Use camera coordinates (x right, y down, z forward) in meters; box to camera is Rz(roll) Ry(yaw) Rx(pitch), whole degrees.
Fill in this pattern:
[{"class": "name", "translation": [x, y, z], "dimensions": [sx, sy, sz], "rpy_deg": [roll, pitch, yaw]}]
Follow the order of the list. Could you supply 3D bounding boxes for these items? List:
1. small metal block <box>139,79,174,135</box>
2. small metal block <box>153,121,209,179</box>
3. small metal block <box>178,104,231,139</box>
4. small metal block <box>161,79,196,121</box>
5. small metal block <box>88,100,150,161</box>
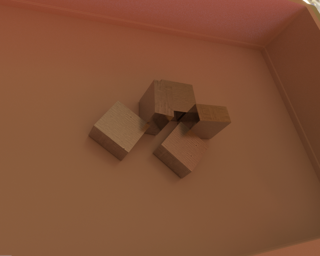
[{"class": "small metal block", "translation": [-0.006, -0.026, 0.401], "dimensions": [0.025, 0.050, 0.050], "rpy_deg": [12, 57, -22]}, {"class": "small metal block", "translation": [0.028, 0.028, 0.402], "dimensions": [0.050, 0.025, 0.050], "rpy_deg": [42, 51, 0]}, {"class": "small metal block", "translation": [0.060, -0.008, 0.426], "dimensions": [0.050, 0.050, 0.025], "rpy_deg": [3, 61, -27]}, {"class": "small metal block", "translation": [0.023, -0.038, 0.440], "dimensions": [0.050, 0.025, 0.050], "rpy_deg": [6, 59, -25]}, {"class": "small metal block", "translation": [-0.049, 0.003, 0.376], "dimensions": [0.050, 0.025, 0.050], "rpy_deg": [39, 51, -3]}]
